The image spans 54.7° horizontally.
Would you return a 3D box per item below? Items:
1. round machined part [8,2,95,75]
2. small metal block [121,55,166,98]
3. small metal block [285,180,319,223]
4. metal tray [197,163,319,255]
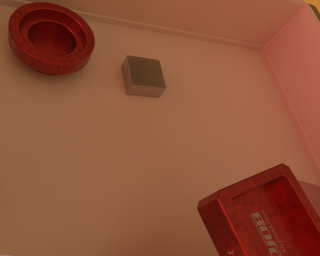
[{"bbox_3d":[-0.135,-0.105,0.387,0.099,0.042,0.098,14,56,-21],"label":"round machined part"},{"bbox_3d":[-0.024,-0.072,0.438,0.050,0.025,0.050,2,61,-28],"label":"small metal block"},{"bbox_3d":[0.214,0.109,0.458,0.050,0.025,0.050,16,55,-19],"label":"small metal block"},{"bbox_3d":[0.097,0.101,0.243,0.091,0.030,0.130,-13,69,-34],"label":"metal tray"}]
